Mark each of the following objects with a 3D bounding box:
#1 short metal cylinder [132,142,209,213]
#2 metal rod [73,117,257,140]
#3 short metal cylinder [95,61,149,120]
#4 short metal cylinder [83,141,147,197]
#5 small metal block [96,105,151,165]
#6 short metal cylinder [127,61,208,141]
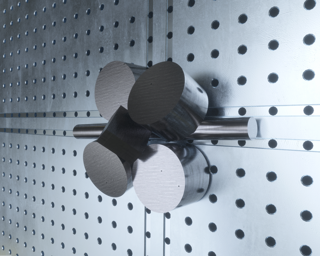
[{"bbox_3d":[0.012,0.058,0.378,0.080,0.050,0.079,0,90,40],"label":"short metal cylinder"},{"bbox_3d":[-0.019,0.004,0.419,0.300,0.025,0.025,-1,89,40],"label":"metal rod"},{"bbox_3d":[-0.044,-0.048,0.424,0.080,0.050,0.079,0,90,40],"label":"short metal cylinder"},{"bbox_3d":[-0.058,0.046,0.420,0.080,0.050,0.079,17,120,32],"label":"short metal cylinder"},{"bbox_3d":[-0.041,0.008,0.376,0.050,0.050,0.025,36,128,-12],"label":"small metal block"},{"bbox_3d":[0.009,-0.031,0.364,0.080,0.050,0.080,-20,55,31],"label":"short metal cylinder"}]
